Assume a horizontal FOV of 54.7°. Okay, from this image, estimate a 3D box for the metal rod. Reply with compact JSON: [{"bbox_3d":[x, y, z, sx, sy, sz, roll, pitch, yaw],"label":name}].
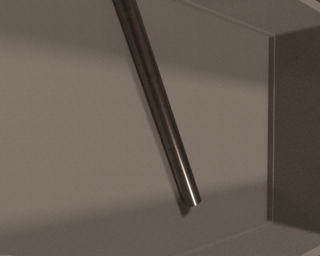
[{"bbox_3d":[0.001,-0.029,0.409,0.025,0.025,0.298,-31,109,-36],"label":"metal rod"}]
